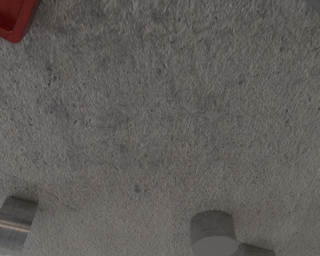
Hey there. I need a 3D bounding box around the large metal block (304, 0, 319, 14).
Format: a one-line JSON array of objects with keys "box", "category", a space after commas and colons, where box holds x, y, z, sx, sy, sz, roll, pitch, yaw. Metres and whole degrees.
[{"box": [0.115, -0.148, 0.246, 0.080, 0.080, 0.050, 35, 122, -26], "category": "large metal block"}]

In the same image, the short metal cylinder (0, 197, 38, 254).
[{"box": [-0.238, 0.157, 0.503, 0.050, 0.080, 0.079, 21, 127, -17], "category": "short metal cylinder"}]

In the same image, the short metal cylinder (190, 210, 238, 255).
[{"box": [0.095, 0.192, 0.556, 0.081, 0.050, 0.079, 0, 130, 0], "category": "short metal cylinder"}]

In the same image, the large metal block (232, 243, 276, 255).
[{"box": [0.184, 0.287, 0.637, 0.080, 0.050, 0.079, 20, 127, -17], "category": "large metal block"}]

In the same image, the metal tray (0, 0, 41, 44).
[{"box": [-0.173, -0.147, 0.276, 0.131, 0.030, 0.090, 26, 125, -21], "category": "metal tray"}]
